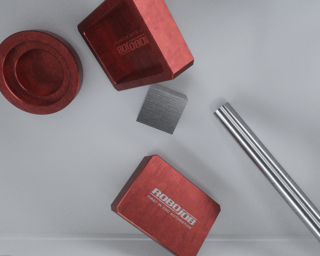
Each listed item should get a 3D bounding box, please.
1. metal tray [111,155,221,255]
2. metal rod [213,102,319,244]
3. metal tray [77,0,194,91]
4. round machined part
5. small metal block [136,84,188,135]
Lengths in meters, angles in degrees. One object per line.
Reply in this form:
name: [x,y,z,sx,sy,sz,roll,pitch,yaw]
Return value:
metal tray: [0.011,0.109,0.423,0.130,0.030,0.090,40,68,-14]
metal rod: [0.172,0.090,0.388,0.025,0.025,0.300,-40,83,13]
metal tray: [-0.032,-0.089,0.326,0.030,0.130,0.090,-40,110,-25]
round machined part: [-0.142,-0.069,0.375,0.099,0.042,0.097,0,110,-1]
small metal block: [0.002,-0.026,0.402,0.050,0.025,0.050,21,109,-8]
